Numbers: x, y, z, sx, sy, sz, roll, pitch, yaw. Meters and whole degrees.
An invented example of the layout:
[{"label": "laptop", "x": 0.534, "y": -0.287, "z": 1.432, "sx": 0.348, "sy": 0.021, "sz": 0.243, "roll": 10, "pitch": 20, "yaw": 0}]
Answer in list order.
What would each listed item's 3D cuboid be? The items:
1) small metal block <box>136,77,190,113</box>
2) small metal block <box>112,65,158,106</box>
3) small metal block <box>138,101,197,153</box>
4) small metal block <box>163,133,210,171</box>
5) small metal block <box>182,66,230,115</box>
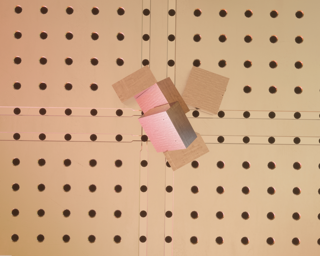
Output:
[{"label": "small metal block", "x": 0.003, "y": -0.030, "z": 0.399, "sx": 0.025, "sy": 0.050, "sz": 0.050, "roll": -31, "pitch": 90, "yaw": -40}, {"label": "small metal block", "x": -0.031, "y": -0.054, "z": 0.401, "sx": 0.050, "sy": 0.050, "sz": 0.025, "roll": -30, "pitch": 90, "yaw": 0}, {"label": "small metal block", "x": 0.009, "y": 0.000, "z": 0.373, "sx": 0.025, "sy": 0.050, "sz": 0.050, "roll": -42, "pitch": 110, "yaw": -39}, {"label": "small metal block", "x": 0.032, "y": 0.029, "z": 0.401, "sx": 0.050, "sy": 0.050, "sz": 0.025, "roll": -29, "pitch": 93, "yaw": 0}, {"label": "small metal block", "x": 0.058, "y": -0.049, "z": 0.414, "sx": 0.050, "sy": 0.025, "sz": 0.050, "roll": 19, "pitch": 90, "yaw": 0}]
